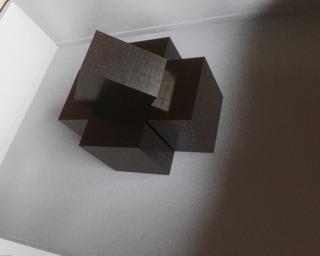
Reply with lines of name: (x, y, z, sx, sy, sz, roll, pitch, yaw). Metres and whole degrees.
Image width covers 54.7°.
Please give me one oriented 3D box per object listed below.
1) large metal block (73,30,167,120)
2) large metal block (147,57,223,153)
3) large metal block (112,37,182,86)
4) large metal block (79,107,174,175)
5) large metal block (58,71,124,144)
large metal block: (-0.048, -0.053, 0.354, 0.080, 0.080, 0.050, 20, 65, -13)
large metal block: (0.034, -0.024, 0.364, 0.050, 0.080, 0.080, 0, 62, 28)
large metal block: (-0.012, -0.072, 0.420, 0.080, 0.080, 0.050, 0, 62, 28)
large metal block: (-0.035, 0.017, 0.377, 0.080, 0.080, 0.050, 0, 62, 28)
large metal block: (-0.081, -0.027, 0.429, 0.050, 0.080, 0.080, 0, 62, 28)
